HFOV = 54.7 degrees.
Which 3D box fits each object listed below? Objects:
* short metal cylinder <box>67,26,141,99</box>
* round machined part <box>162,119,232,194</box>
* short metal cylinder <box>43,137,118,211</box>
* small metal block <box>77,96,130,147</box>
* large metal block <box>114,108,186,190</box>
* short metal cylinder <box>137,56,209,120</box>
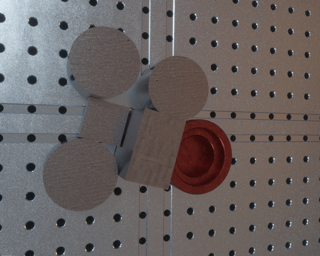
[{"bbox_3d":[-0.069,-0.075,0.373,0.081,0.050,0.080,0,90,-20],"label":"short metal cylinder"},{"bbox_3d":[0.044,0.037,0.420,0.099,0.042,0.097,0,90,-20],"label":"round machined part"},{"bbox_3d":[-0.094,0.051,0.364,0.081,0.050,0.080,0,90,-20],"label":"short metal cylinder"},{"bbox_3d":[-0.071,-0.007,0.386,0.050,0.025,0.050,16,85,-20],"label":"small metal block"},{"bbox_3d":[-0.017,0.023,0.374,0.050,0.080,0.080,17,85,-19],"label":"large metal block"},{"bbox_3d":[0.016,-0.049,0.405,0.081,0.050,0.080,0,90,-20],"label":"short metal cylinder"}]
